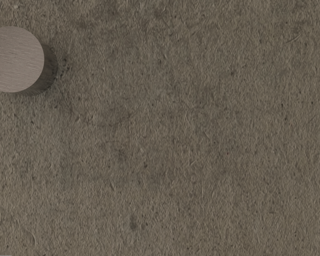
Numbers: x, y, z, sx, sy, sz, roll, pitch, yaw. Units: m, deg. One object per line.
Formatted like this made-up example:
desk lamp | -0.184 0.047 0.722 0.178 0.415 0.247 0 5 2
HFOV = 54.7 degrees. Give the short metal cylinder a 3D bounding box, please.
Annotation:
short metal cylinder | -0.179 -0.082 0.396 0.081 0.050 0.079 0 90 0
